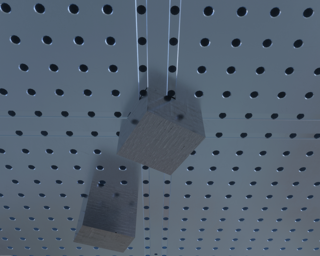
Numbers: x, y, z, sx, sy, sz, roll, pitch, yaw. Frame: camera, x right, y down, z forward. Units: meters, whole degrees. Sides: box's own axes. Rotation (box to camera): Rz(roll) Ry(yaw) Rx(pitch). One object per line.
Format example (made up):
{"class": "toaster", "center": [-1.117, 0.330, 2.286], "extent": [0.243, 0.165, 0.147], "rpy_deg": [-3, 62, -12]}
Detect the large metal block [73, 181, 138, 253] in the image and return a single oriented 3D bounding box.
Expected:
{"class": "large metal block", "center": [-0.084, 0.142, 0.495], "extent": [0.080, 0.080, 0.050], "rpy_deg": [19, 127, -16]}

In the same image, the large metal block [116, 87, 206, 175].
{"class": "large metal block", "center": [0.000, 0.006, 0.400], "extent": [0.080, 0.050, 0.080], "rpy_deg": [24, 126, -19]}
